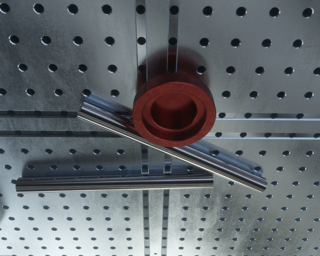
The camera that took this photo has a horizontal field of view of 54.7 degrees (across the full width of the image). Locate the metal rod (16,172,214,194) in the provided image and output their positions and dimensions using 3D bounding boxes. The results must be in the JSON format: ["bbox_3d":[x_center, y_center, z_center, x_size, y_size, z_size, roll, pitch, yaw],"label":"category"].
[{"bbox_3d":[-0.070,0.085,0.483,0.302,0.025,0.025,-2,130,1],"label":"metal rod"}]

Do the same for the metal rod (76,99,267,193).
[{"bbox_3d":[0.030,0.033,0.439,0.302,0.025,0.025,24,126,-19],"label":"metal rod"}]

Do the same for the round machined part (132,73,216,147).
[{"bbox_3d":[0.016,-0.026,0.379,0.099,0.042,0.097,0,130,0],"label":"round machined part"}]
